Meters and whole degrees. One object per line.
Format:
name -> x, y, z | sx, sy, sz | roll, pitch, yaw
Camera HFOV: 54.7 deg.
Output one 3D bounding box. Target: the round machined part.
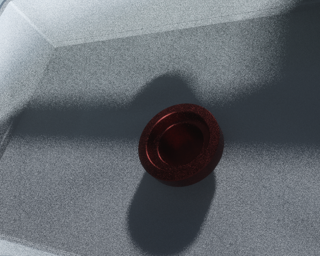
round machined part -> 0.027, 0.023, 0.365 | 0.098, 0.042, 0.098 | -13, 56, 20
